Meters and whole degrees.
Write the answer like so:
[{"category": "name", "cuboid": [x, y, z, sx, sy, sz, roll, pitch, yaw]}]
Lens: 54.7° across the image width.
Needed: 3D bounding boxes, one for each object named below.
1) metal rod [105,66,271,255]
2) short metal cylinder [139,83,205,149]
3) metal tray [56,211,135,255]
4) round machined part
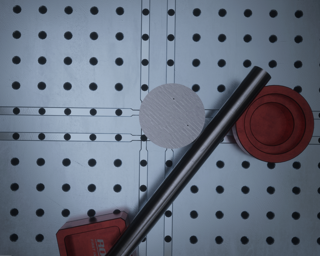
[{"category": "metal rod", "cuboid": [0.031, 0.051, 0.377, 0.025, 0.025, 0.299, 38, 92, 0]}, {"category": "short metal cylinder", "cuboid": [0.015, -0.015, 0.401, 0.081, 0.050, 0.080, 0, 90, 0]}, {"category": "metal tray", "cuboid": [-0.077, 0.185, 0.410, 0.091, 0.030, 0.129, -11, 90, 0]}, {"category": "round machined part", "cuboid": [0.143, -0.005, 0.406, 0.099, 0.042, 0.097, 0, 90, 0]}]
